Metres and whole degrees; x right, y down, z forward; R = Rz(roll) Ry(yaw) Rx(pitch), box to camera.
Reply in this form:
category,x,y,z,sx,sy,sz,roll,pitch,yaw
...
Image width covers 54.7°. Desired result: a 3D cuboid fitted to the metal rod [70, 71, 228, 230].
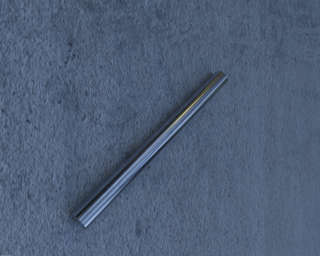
category,x,y,z,sx,sy,sz,roll,pitch,yaw
metal rod,0.004,0.011,0.412,0.301,0.025,0.025,-44,117,-31
